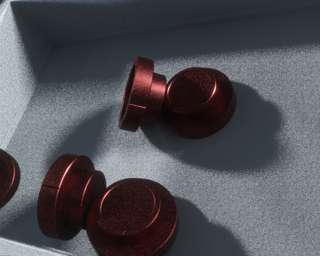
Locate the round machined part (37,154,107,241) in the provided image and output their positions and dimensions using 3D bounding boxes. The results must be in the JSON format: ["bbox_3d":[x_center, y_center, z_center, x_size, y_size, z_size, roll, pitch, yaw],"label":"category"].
[{"bbox_3d":[-0.095,0.081,0.361,0.042,0.098,0.098,7,64,12],"label":"round machined part"}]

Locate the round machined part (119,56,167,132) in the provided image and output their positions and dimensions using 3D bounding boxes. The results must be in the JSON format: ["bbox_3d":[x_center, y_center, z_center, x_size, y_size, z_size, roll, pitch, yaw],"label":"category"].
[{"bbox_3d":[-0.022,-0.042,0.408,0.042,0.098,0.098,13,60,-13],"label":"round machined part"}]

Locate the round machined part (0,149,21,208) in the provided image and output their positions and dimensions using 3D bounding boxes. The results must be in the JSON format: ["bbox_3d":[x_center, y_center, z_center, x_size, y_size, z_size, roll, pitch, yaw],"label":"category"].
[{"bbox_3d":[-0.258,0.080,0.463,0.099,0.042,0.098,0,65,1],"label":"round machined part"}]

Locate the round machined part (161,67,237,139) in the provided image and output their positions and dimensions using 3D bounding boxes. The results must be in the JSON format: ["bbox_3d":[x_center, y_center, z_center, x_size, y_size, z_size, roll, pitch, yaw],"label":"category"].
[{"bbox_3d":[0.044,-0.038,0.394,0.098,0.042,0.098,-13,56,20],"label":"round machined part"}]

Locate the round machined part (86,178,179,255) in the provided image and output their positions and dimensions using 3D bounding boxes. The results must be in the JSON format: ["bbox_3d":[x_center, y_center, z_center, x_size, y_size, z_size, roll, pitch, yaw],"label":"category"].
[{"bbox_3d":[-0.031,0.093,0.332,0.099,0.042,0.098,-5,44,5],"label":"round machined part"}]
